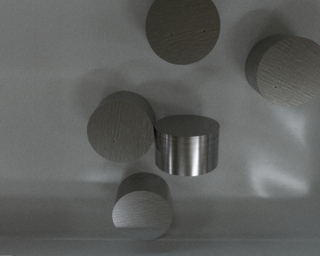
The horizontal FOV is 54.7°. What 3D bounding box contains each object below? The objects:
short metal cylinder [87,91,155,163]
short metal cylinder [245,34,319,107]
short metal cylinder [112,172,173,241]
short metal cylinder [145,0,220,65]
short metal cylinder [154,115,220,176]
[{"bbox_3d":[-0.047,-0.002,0.396,0.081,0.050,0.079,0,110,1],"label":"short metal cylinder"},{"bbox_3d":[0.150,-0.071,0.374,0.081,0.050,0.079,0,110,-1],"label":"short metal cylinder"},{"bbox_3d":[-0.024,0.110,0.438,0.081,0.050,0.079,0,110,-1],"label":"short metal cylinder"},{"bbox_3d":[0.024,-0.116,0.355,0.081,0.050,0.079,0,110,-1],"label":"short metal cylinder"},{"bbox_3d":[0.033,0.019,0.390,0.081,0.080,0.050,-1,110,0],"label":"short metal cylinder"}]
